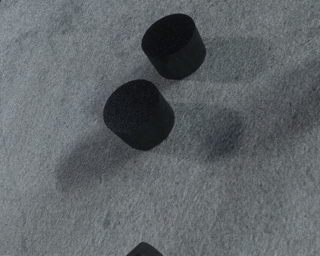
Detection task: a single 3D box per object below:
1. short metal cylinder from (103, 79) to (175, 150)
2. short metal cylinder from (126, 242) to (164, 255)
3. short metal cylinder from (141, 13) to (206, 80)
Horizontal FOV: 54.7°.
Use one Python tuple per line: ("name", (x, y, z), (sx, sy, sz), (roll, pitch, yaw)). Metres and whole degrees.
("short metal cylinder", (-0.027, -0.017, 0.411), (0.080, 0.050, 0.080), (-13, 56, 20))
("short metal cylinder", (-0.011, 0.153, 0.280), (0.050, 0.080, 0.080), (-42, 51, -1))
("short metal cylinder", (0.021, -0.117, 0.448), (0.080, 0.050, 0.080), (-13, 56, 20))
